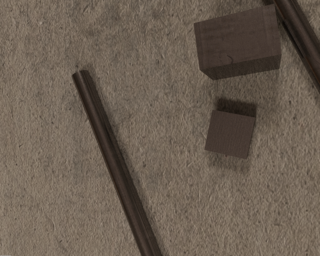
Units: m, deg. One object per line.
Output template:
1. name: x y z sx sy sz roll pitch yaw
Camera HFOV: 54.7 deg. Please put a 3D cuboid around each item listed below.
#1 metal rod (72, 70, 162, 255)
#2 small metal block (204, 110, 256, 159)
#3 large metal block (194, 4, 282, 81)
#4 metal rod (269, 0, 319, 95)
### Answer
1. metal rod: -0.058 0.059 0.428 0.025 0.025 0.299 -25 82 18
2. small metal block: 0.086 0.007 0.378 0.050 0.025 0.050 12 94 19
3. large metal block: 0.089 -0.091 0.348 0.080 0.080 0.050 -8 88 19
4. metal rod: 0.153 -0.123 0.354 0.025 0.025 0.299 -27 81 18
